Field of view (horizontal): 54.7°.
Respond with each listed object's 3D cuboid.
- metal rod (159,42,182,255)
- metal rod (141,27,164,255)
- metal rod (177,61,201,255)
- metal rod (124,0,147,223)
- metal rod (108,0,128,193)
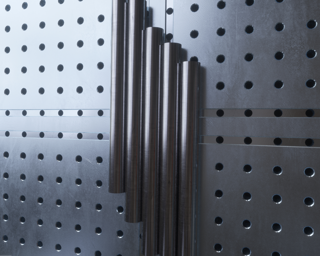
[{"bbox_3d":[0.013,0.040,0.406,0.025,0.025,0.298,1,90,19],"label":"metal rod"},{"bbox_3d":[-0.010,0.018,0.414,0.025,0.025,0.298,1,90,19],"label":"metal rod"},{"bbox_3d":[0.037,0.066,0.398,0.025,0.025,0.298,1,90,19],"label":"metal rod"},{"bbox_3d":[-0.033,-0.023,0.422,0.025,0.025,0.298,1,90,19],"label":"metal rod"},{"bbox_3d":[-0.057,-0.060,0.431,0.025,0.025,0.298,1,90,19],"label":"metal rod"}]
